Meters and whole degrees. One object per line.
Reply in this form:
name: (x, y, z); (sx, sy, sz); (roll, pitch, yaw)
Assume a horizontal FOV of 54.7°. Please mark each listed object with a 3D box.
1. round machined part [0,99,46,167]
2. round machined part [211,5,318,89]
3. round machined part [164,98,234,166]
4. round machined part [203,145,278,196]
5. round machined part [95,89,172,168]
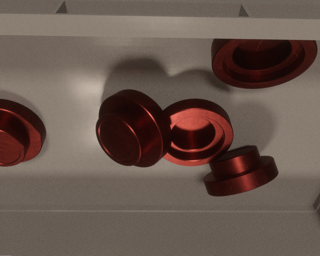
round machined part: (-0.206, 0.013, 0.406); (0.099, 0.042, 0.097); (-1, 130, 0)
round machined part: (0.102, -0.083, 0.313); (0.099, 0.042, 0.098); (2, 155, 1)
round machined part: (0.042, 0.001, 0.400); (0.099, 0.042, 0.097); (-1, 130, 0)
round machined part: (0.105, 0.054, 0.422); (0.098, 0.098, 0.042); (-19, 90, 15)
round machined part: (-0.038, 0.006, 0.372); (0.098, 0.042, 0.097); (19, 127, 28)
